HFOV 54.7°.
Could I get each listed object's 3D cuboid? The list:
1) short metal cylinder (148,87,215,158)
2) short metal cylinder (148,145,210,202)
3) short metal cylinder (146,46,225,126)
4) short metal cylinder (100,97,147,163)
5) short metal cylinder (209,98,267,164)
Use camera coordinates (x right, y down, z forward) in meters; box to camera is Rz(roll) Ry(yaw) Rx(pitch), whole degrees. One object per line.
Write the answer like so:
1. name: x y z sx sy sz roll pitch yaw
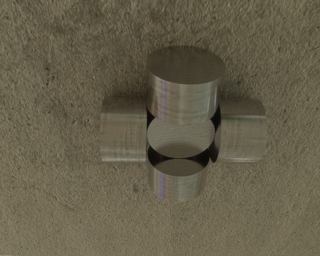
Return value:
1. short metal cylinder: 0.025 -0.008 0.386 0.081 0.050 0.079 0 130 0
2. short metal cylinder: 0.024 0.052 0.417 0.081 0.080 0.050 0 130 -1
3. short metal cylinder: 0.025 -0.047 0.332 0.081 0.080 0.050 1 130 -2
4. short metal cylinder: -0.041 0.002 0.375 0.050 0.080 0.079 2 130 -2
5. short metal cylinder: 0.090 0.003 0.377 0.050 0.080 0.079 2 130 -2
